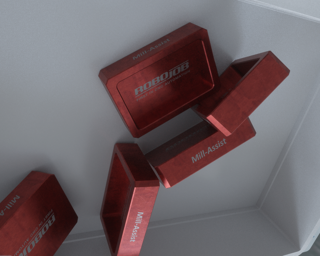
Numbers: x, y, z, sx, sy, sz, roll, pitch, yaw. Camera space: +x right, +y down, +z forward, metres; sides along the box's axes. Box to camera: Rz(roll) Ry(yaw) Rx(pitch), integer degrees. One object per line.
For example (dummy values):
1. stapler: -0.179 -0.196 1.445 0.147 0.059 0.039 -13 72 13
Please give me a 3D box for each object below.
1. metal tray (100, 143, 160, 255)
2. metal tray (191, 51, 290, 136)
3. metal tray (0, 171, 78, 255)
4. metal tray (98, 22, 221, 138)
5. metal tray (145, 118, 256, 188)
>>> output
1. metal tray: -0.044 0.096 0.401 0.030 0.090 0.129 2 117 -26
2. metal tray: 0.085 -0.042 0.366 0.030 0.130 0.090 43 94 -7
3. metal tray: -0.154 0.123 0.346 0.130 0.030 0.089 -57 143 -44
4. metal tray: 0.004 -0.056 0.374 0.131 0.030 0.090 -31 129 -9
5. metal tray: 0.047 0.024 0.406 0.131 0.090 0.030 -30 99 -10
